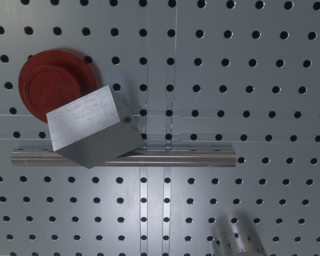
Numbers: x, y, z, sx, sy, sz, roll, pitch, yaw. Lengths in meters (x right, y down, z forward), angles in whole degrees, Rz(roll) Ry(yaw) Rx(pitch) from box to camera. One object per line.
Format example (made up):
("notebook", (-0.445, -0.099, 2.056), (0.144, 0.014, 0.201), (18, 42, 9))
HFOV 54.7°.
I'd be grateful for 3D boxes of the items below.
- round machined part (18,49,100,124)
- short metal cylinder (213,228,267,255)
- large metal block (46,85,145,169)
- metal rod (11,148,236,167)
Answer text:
("round machined part", (-0.127, -0.047, 0.386), (0.099, 0.042, 0.097), (0, 110, -1))
("short metal cylinder", (0.125, 0.204, 0.476), (0.081, 0.050, 0.079), (0, 110, 0))
("large metal block", (-0.075, 0.003, 0.376), (0.080, 0.080, 0.050), (-24, 64, 6))
("metal rod", (-0.048, 0.041, 0.428), (0.302, 0.025, 0.025), (0, 110, -1))
